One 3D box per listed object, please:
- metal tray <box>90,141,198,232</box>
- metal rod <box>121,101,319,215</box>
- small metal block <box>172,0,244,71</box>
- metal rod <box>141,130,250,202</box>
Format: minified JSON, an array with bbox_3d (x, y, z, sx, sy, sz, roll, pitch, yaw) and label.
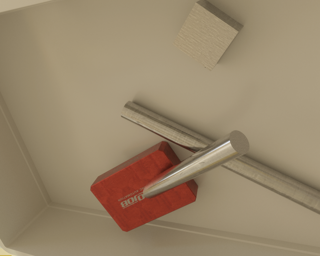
[{"bbox_3d":[-0.023,0.087,0.447,0.130,0.030,0.090,-30,103,20],"label":"metal tray"},{"bbox_3d":[0.087,0.039,0.386,0.301,0.025,0.025,26,127,11],"label":"metal rod"},{"bbox_3d":[0.049,-0.096,0.322,0.050,0.025,0.050,36,129,3],"label":"small metal block"},{"bbox_3d":[0.003,0.074,0.413,0.025,0.025,0.299,46,140,-4],"label":"metal rod"}]
